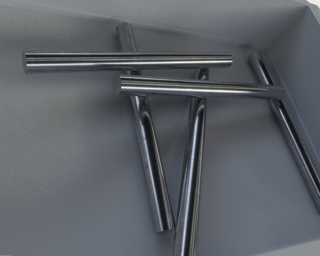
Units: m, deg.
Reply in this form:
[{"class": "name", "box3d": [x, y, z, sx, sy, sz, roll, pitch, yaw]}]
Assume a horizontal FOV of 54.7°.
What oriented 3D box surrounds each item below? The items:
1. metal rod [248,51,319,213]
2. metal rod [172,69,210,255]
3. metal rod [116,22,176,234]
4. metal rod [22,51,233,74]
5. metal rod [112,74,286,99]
[{"class": "metal rod", "box3d": [0.216, -0.004, 0.523, 0.025, 0.025, 0.299, -2, 63, -29]}, {"class": "metal rod", "box3d": [0.046, 0.019, 0.404, 0.025, 0.025, 0.300, 23, 49, -14]}, {"class": "metal rod", "box3d": [-0.024, -0.018, 0.403, 0.025, 0.025, 0.299, 1, 61, -28]}, {"class": "metal rod", "box3d": [-0.020, -0.090, 0.416, 0.303, 0.025, 0.025, -8, 66, -32]}, {"class": "metal rod", "box3d": [0.076, -0.055, 0.440, 0.303, 0.025, 0.025, -2, 63, -34]}]
